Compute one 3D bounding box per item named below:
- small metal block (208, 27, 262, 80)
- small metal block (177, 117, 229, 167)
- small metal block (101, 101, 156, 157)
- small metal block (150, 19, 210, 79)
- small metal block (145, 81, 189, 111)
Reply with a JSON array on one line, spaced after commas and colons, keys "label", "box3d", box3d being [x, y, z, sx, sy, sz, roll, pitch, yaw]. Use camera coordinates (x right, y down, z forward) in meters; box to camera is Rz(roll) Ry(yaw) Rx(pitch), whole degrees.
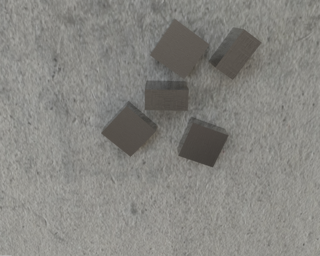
[{"label": "small metal block", "box3d": [0.086, -0.089, 0.365, 0.025, 0.050, 0.050, 33, 107, -12]}, {"label": "small metal block", "box3d": [0.057, 0.019, 0.418, 0.050, 0.025, 0.050, 19, 109, -8]}, {"label": "small metal block", "box3d": [-0.040, 0.001, 0.410, 0.050, 0.025, 0.050, 41, 105, -14]}, {"label": "small metal block", "box3d": [0.023, -0.096, 0.375, 0.050, 0.025, 0.050, 33, 106, -12]}, {"label": "small metal block", "box3d": [0.007, -0.041, 0.382, 0.050, 0.050, 0.025, 1, 110, -1]}]
